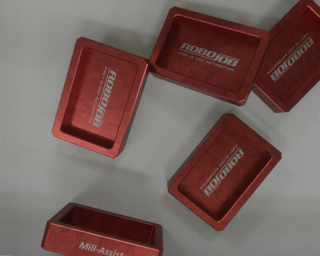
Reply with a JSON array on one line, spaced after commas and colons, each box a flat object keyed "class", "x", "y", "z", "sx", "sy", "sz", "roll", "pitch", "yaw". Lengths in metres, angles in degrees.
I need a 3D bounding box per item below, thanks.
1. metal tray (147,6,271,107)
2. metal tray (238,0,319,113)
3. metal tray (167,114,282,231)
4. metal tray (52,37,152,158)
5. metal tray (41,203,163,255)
[{"class": "metal tray", "x": 0.059, "y": -0.091, "z": 0.390, "sx": 0.130, "sy": 0.030, "sz": 0.090, "roll": 22, "pitch": 90, "yaw": 17}, {"class": "metal tray", "x": 0.175, "y": -0.094, "z": 0.411, "sx": 0.090, "sy": 0.030, "sz": 0.130, "roll": 44, "pitch": 90, "yaw": -1}, {"class": "metal tray", "x": 0.083, "y": 0.057, "z": 0.410, "sx": 0.090, "sy": 0.030, "sz": 0.130, "roll": 39, "pitch": 90, "yaw": -1}, {"class": "metal tray", "x": -0.074, "y": -0.038, "z": 0.391, "sx": 0.090, "sy": 0.030, "sz": 0.129, "roll": 20, "pitch": 102, "yaw": 4}, {"class": "metal tray", "x": -0.063, "y": 0.131, "z": 0.378, "sx": 0.131, "sy": 0.090, "sz": 0.030, "roll": 14, "pitch": 90, "yaw": -1}]
